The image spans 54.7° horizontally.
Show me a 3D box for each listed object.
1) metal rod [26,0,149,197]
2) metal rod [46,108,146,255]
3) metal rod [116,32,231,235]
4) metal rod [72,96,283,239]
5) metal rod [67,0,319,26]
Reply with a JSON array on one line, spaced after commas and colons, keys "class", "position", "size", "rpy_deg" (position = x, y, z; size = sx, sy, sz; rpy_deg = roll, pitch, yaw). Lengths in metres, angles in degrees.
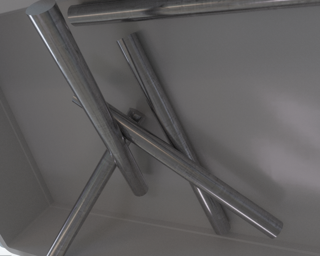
[{"class": "metal rod", "position": [-0.062, -0.002, 0.357], "size": [0.025, 0.025, 0.299], "rpy_deg": [9, 144, 23]}, {"class": "metal rod", "position": [-0.105, 0.104, 0.448], "size": [0.025, 0.025, 0.299], "rpy_deg": [33, 103, 7]}, {"class": "metal rod", "position": [0.025, 0.020, 0.407], "size": [0.025, 0.025, 0.299], "rpy_deg": [-15, 111, 34]}, {"class": "metal rod", "position": [0.020, 0.041, 0.389], "size": [0.301, 0.025, 0.025], "rpy_deg": [34, 129, 3]}, {"class": "metal rod", "position": [0.031, -0.126, 0.314], "size": [0.301, 0.025, 0.025], "rpy_deg": [5, 121, 25]}]
